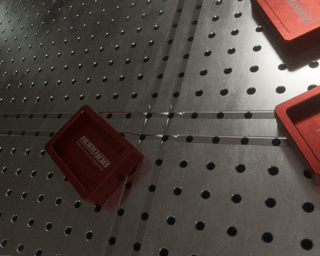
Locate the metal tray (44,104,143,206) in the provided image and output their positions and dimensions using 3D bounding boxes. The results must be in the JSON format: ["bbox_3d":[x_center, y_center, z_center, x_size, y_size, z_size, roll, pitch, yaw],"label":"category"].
[{"bbox_3d":[-0.096,0.033,0.433,0.090,0.030,0.130,-48,52,-6],"label":"metal tray"}]

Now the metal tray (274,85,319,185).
[{"bbox_3d":[0.196,-0.010,0.308,0.130,0.030,0.090,-26,53,11],"label":"metal tray"}]

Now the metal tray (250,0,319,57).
[{"bbox_3d":[0.183,-0.163,0.408,0.090,0.030,0.130,-24,53,13],"label":"metal tray"}]
